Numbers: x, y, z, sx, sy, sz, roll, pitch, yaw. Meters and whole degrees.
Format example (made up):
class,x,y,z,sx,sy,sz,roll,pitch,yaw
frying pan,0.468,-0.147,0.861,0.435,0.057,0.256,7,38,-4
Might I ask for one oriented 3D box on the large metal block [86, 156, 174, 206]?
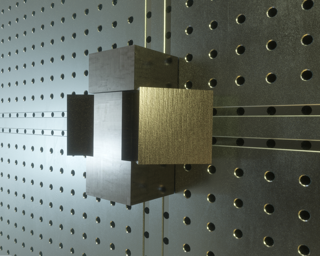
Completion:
class,x,y,z,sx,sy,sz,roll,pitch,yaw
large metal block,-0.038,0.061,0.401,0.080,0.081,0.050,2,91,39

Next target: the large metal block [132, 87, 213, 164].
class,x,y,z,sx,sy,sz,roll,pitch,yaw
large metal block,0.012,-0.002,0.351,0.050,0.081,0.079,-177,88,-77

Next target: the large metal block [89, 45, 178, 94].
class,x,y,z,sx,sy,sz,roll,pitch,yaw
large metal block,-0.034,-0.068,0.398,0.080,0.081,0.050,2,91,39

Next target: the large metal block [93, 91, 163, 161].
class,x,y,z,sx,sy,sz,roll,pitch,yaw
large metal block,-0.037,-0.003,0.401,0.050,0.081,0.079,1,91,40

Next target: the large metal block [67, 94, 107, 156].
class,x,y,z,sx,sy,sz,roll,pitch,yaw
large metal block,-0.095,-0.005,0.441,0.050,0.080,0.079,0,91,0
